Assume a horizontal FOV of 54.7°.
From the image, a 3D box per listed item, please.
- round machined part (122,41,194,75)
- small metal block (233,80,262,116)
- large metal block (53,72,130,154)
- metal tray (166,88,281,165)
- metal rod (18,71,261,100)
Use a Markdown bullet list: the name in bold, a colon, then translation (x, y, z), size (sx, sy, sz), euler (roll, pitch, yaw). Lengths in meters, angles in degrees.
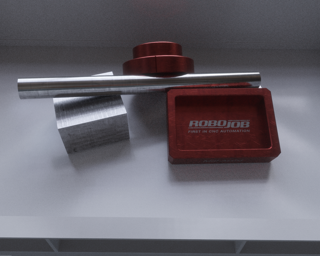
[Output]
- **round machined part**: translation (-0.003, -0.090, 0.429), size (0.099, 0.098, 0.042), euler (-3, 91, -3)
- **small metal block**: translation (0.118, -0.045, 0.442), size (0.050, 0.025, 0.050), euler (-9, 51, -8)
- **large metal block**: translation (-0.090, -0.022, 0.403), size (0.081, 0.050, 0.080), euler (-14, 52, -12)
- **metal tray**: translation (0.074, -0.003, 0.385), size (0.131, 0.030, 0.090), euler (-1, 69, -2)
- **metal rod**: translation (-0.014, -0.056, 0.391), size (0.302, 0.025, 0.025), euler (-4, 50, -13)
